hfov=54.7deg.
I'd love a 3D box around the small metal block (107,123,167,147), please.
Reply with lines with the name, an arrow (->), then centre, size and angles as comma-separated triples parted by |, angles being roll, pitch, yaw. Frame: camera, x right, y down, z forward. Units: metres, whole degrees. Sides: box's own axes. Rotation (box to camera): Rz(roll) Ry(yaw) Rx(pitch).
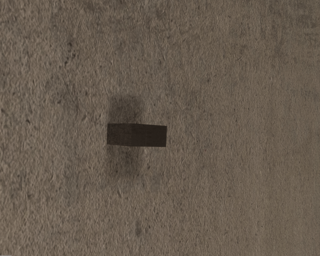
small metal block -> -0.028, 0.008, 0.367 | 0.050, 0.050, 0.025 | 4, 88, -40
